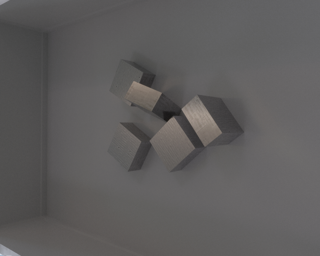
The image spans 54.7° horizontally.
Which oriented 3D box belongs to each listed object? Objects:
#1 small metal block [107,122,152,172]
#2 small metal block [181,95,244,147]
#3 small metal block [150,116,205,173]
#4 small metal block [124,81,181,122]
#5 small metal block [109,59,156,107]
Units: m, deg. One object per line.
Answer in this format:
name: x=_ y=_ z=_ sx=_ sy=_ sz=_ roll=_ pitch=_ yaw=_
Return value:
small metal block: x=-0.043 y=0.026 z=0.443 sx=0.050 sy=0.025 sz=0.050 roll=38 pitch=113 yaw=33
small metal block: x=0.059 y=-0.008 z=0.342 sx=0.025 sy=0.050 sz=0.050 roll=-44 pitch=64 yaw=31
small metal block: x=0.022 y=0.020 z=0.389 sx=0.050 sy=0.025 sz=0.050 roll=-47 pitch=62 yaw=30
small metal block: x=-0.009 y=-0.031 z=0.394 sx=0.050 sy=0.050 sz=0.025 roll=27 pitch=87 yaw=37
small metal block: x=-0.040 y=-0.064 z=0.440 sx=0.050 sy=0.025 sz=0.050 roll=36 pitch=112 yaw=34
